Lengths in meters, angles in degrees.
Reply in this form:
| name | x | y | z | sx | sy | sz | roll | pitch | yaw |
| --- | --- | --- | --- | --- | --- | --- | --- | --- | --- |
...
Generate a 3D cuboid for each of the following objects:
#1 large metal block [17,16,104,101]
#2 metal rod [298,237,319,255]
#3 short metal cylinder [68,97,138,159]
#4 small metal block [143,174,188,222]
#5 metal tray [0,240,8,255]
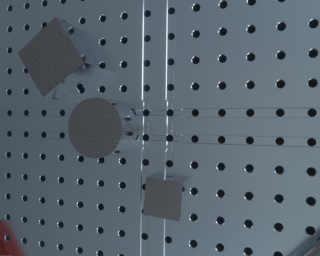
| name | x | y | z | sx | sy | sz | roll | pitch | yaw |
| --- | --- | --- | --- | --- | --- | --- | --- | --- | --- |
| large metal block | -0.144 | -0.097 | 0.450 | 0.080 | 0.050 | 0.080 | -36 | 79 | 16 |
| metal rod | 0.210 | 0.108 | 0.338 | 0.025 | 0.025 | 0.299 | 45 | 104 | 14 |
| short metal cylinder | -0.077 | 0.000 | 0.426 | 0.080 | 0.050 | 0.079 | 0 | 90 | 19 |
| small metal block | 0.008 | 0.091 | 0.410 | 0.050 | 0.025 | 0.050 | 5 | 92 | 19 |
| metal tray | -0.317 | 0.234 | 0.522 | 0.130 | 0.030 | 0.090 | -35 | 79 | 16 |
